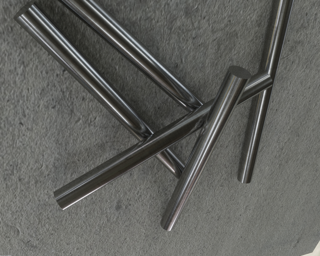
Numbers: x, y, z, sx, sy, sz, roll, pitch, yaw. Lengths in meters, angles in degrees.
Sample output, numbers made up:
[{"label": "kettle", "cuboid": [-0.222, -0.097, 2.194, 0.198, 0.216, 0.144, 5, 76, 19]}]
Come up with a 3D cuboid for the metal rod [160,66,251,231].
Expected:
[{"label": "metal rod", "cuboid": [0.048, 0.050, 0.417, 0.025, 0.025, 0.298, -6, 135, -26]}]

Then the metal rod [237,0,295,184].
[{"label": "metal rod", "cuboid": [0.152, -0.039, 0.465, 0.025, 0.025, 0.298, -12, 124, -22]}]

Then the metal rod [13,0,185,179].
[{"label": "metal rod", "cuboid": [-0.043, -0.019, 0.370, 0.025, 0.025, 0.300, -42, 130, 0]}]

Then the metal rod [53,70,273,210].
[{"label": "metal rod", "cuboid": [0.011, 0.010, 0.385, 0.301, 0.025, 0.025, -30, 129, -9]}]

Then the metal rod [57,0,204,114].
[{"label": "metal rod", "cuboid": [-0.040, -0.093, 0.327, 0.025, 0.025, 0.301, -49, 129, 6]}]
